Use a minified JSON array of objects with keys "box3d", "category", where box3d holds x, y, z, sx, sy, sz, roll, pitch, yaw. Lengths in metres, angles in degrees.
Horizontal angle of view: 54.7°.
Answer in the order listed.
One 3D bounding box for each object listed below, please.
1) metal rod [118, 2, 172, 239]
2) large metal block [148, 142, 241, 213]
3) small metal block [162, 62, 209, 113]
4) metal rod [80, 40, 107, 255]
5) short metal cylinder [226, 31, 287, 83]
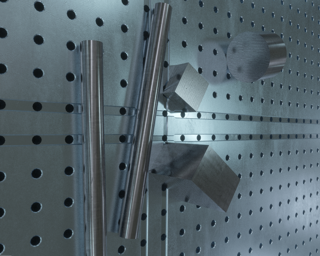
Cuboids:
[{"box3d":[-0.018,-0.015,0.396,0.025,0.025,0.298,14,81,-40],"category":"metal rod"},{"box3d":[0.046,0.064,0.414,0.080,0.080,0.050,45,63,-31],"category":"large metal block"},{"box3d":[0.038,-0.057,0.443,0.050,0.025,0.050,38,66,-34],"category":"small metal block"},{"box3d":[-0.074,0.054,0.348,0.025,0.025,0.298,-2,91,-40],"category":"metal rod"},{"box3d":[0.157,-0.117,0.508,0.050,0.080,0.079,-16,101,-39],"category":"short metal cylinder"}]
